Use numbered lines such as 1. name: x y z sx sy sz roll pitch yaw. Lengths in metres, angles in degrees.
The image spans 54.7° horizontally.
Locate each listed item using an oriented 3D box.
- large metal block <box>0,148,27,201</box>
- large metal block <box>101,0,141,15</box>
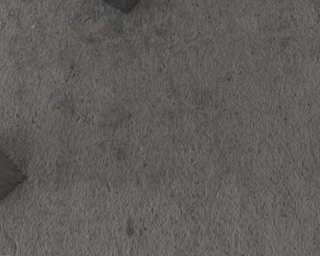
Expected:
1. large metal block: -0.217 0.041 0.362 0.080 0.080 0.050 43 76 14
2. large metal block: -0.062 -0.237 0.481 0.080 0.050 0.080 34 73 11
